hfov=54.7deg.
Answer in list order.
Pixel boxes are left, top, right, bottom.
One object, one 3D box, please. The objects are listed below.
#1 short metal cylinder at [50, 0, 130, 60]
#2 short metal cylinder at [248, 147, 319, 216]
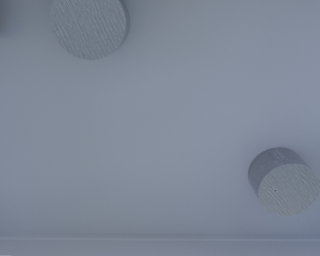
[{"bbox_3d":[-0.077,-0.121,0.352,0.081,0.050,0.079,0,110,-1],"label":"short metal cylinder"},{"bbox_3d":[0.169,0.073,0.427,0.081,0.050,0.079,0,110,-1],"label":"short metal cylinder"}]
